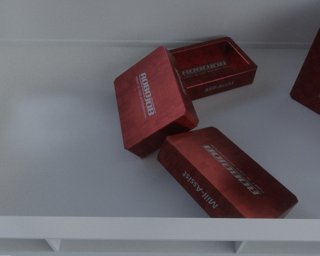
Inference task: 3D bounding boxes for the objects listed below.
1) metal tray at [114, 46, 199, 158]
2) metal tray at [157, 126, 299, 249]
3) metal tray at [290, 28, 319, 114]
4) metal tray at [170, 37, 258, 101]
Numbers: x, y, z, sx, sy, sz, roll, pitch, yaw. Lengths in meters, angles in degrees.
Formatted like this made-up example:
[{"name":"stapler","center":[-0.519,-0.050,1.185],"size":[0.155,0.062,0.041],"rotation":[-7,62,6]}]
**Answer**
[{"name":"metal tray","center":[-0.010,-0.037,0.402],"size":[0.090,0.030,0.130],"rotation":[-32,48,20]},{"name":"metal tray","center":[0.071,0.054,0.334],"size":[0.091,0.030,0.130],"rotation":[-11,46,-44]},{"name":"metal tray","center":[0.234,-0.070,0.399],"size":[0.030,0.129,0.090],"rotation":[-35,59,-26]},{"name":"metal tray","center":[0.070,-0.093,0.480],"size":[0.131,0.030,0.090],"rotation":[-17,52,-14]}]
